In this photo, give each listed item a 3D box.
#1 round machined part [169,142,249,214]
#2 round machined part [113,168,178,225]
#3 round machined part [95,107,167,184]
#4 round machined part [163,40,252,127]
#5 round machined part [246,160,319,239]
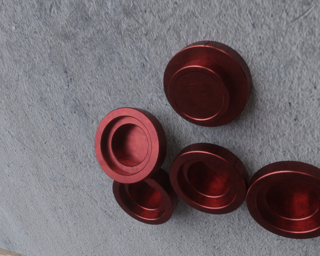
[{"bbox_3d":[0.065,0.060,0.398,0.098,0.042,0.097,13,124,21],"label":"round machined part"},{"bbox_3d":[-0.018,0.093,0.463,0.098,0.042,0.097,13,124,21],"label":"round machined part"},{"bbox_3d":[-0.035,0.022,0.411,0.098,0.042,0.097,1,91,27],"label":"round machined part"},{"bbox_3d":[0.048,-0.043,0.344,0.098,0.042,0.097,13,124,21],"label":"round machined part"},{"bbox_3d":[0.153,0.078,0.360,0.098,0.042,0.097,11,122,18],"label":"round machined part"}]
